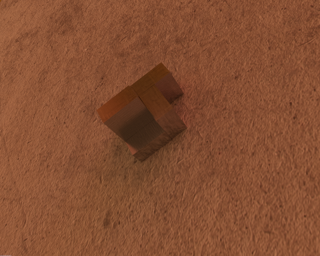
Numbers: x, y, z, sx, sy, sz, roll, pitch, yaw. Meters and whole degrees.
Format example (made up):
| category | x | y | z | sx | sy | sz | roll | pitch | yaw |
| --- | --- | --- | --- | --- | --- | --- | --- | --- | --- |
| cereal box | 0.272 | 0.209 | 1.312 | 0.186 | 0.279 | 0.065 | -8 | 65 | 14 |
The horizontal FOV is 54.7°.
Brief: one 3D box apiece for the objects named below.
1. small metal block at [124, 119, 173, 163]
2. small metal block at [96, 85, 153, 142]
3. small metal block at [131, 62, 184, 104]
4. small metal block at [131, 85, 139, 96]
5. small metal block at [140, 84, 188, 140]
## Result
| category | x | y | z | sx | sy | sz | roll | pitch | yaw |
| --- | --- | --- | --- | --- | --- | --- | --- | --- | --- |
| small metal block | -0.020 | 0.009 | 0.409 | 0.050 | 0.025 | 0.050 | -36 | 51 | 3 |
| small metal block | -0.042 | -0.017 | 0.388 | 0.050 | 0.050 | 0.025 | -37 | 51 | 3 |
| small metal block | -0.002 | -0.052 | 0.421 | 0.050 | 0.050 | 0.025 | -37 | 51 | 3 |
| small metal block | -0.042 | -0.022 | 0.423 | 0.050 | 0.050 | 0.025 | -37 | 51 | 3 |
| small metal block | 0.005 | -0.020 | 0.398 | 0.025 | 0.050 | 0.050 | -37 | 51 | 3 |
